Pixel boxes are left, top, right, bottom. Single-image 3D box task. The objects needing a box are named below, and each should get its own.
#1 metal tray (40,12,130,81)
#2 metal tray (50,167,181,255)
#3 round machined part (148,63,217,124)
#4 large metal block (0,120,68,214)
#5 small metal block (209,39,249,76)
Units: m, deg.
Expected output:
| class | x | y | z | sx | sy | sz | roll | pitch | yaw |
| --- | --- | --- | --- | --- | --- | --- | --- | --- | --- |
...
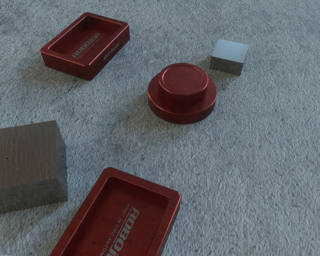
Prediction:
| class | x | y | z | sx | sy | sz | roll | pitch | yaw |
| --- | --- | --- | --- | --- | --- | --- | --- | --- | --- |
| metal tray | -0.120 | -0.140 | 0.515 | 0.090 | 0.030 | 0.130 | 20 | 53 | 15 |
| metal tray | -0.043 | 0.110 | 0.307 | 0.090 | 0.030 | 0.130 | 18 | 52 | 14 |
| round machined part | 0.032 | -0.055 | 0.439 | 0.099 | 0.042 | 0.098 | 0 | 50 | 0 |
| large metal block | -0.152 | 0.043 | 0.349 | 0.081 | 0.050 | 0.080 | -10 | 51 | -9 |
| small metal block | 0.112 | -0.115 | 0.502 | 0.050 | 0.025 | 0.050 | 16 | 52 | 12 |
